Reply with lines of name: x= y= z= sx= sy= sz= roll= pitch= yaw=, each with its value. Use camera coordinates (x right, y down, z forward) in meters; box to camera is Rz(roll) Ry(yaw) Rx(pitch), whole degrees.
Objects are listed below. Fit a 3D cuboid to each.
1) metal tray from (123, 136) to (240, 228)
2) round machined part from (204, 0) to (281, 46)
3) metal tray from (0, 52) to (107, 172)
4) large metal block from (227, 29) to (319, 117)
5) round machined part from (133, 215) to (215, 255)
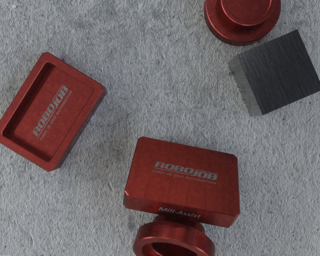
metal tray: x=0.028 y=0.064 z=0.381 sx=0.131 sy=0.030 sz=0.090 roll=11 pitch=46 yaw=-1
round machined part: x=0.109 y=-0.160 z=0.403 sx=0.099 sy=0.042 sz=0.097 roll=0 pitch=90 yaw=-1
metal tray: x=-0.142 y=-0.021 z=0.405 sx=0.090 sy=0.030 sz=0.130 roll=32 pitch=90 yaw=-1
large metal block: x=0.145 y=-0.068 z=0.399 sx=0.080 sy=0.050 sz=0.080 roll=-23 pitch=90 yaw=-1
round machined part: x=0.019 y=0.142 z=0.385 sx=0.098 sy=0.042 sz=0.097 roll=9 pitch=135 yaw=9
